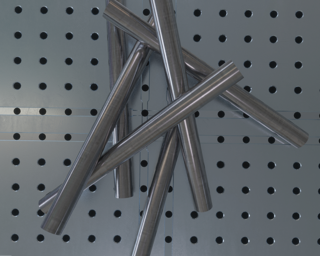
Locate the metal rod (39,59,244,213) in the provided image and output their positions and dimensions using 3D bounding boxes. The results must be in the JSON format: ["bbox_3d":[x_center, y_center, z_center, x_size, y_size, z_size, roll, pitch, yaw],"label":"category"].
[{"bbox_3d":[-0.035,0.020,0.372,0.300,0.025,0.025,-36,90,16],"label":"metal rod"}]

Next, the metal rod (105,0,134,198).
[{"bbox_3d":[-0.055,-0.058,0.412,0.025,0.025,0.298,-3,90,0],"label":"metal rod"}]

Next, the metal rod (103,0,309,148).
[{"bbox_3d":[0.064,-0.063,0.392,0.301,0.025,0.025,32,90,-9],"label":"metal rod"}]

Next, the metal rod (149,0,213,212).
[{"bbox_3d":[0.025,-0.034,0.374,0.025,0.025,0.298,-13,106,0],"label":"metal rod"}]

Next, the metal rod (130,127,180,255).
[{"bbox_3d":[-0.004,0.091,0.413,0.025,0.025,0.299,16,90,0],"label":"metal rod"}]

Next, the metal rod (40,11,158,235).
[{"bbox_3d":[-0.060,-0.018,0.379,0.025,0.025,0.300,25,77,0],"label":"metal rod"}]
